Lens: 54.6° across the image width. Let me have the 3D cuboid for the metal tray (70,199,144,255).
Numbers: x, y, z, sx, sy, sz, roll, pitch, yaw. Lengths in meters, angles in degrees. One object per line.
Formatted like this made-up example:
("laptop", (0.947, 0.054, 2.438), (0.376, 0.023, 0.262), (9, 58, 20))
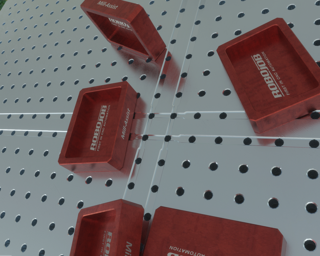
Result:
("metal tray", (-0.063, 0.148, 0.327), (0.090, 0.030, 0.130), (-24, 49, 41))

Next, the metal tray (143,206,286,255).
("metal tray", (0.047, 0.133, 0.299), (0.130, 0.030, 0.090), (3, 63, 29))

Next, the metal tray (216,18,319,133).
("metal tray", (0.132, -0.067, 0.377), (0.090, 0.030, 0.130), (-24, 53, 13))

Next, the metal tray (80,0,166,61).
("metal tray", (-0.060, -0.163, 0.499), (0.130, 0.090, 0.030), (30, 79, 38))

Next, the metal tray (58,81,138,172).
("metal tray", (-0.089, -0.003, 0.454), (0.090, 0.030, 0.130), (-5, 59, 25))
